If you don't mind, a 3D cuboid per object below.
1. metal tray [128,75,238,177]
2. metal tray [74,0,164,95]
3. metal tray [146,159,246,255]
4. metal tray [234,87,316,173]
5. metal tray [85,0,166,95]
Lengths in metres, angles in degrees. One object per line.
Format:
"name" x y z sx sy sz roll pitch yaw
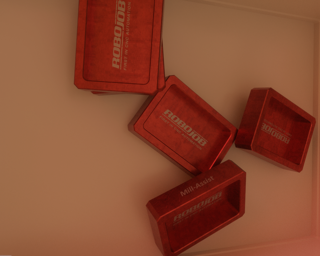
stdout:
"metal tray" 0.034 0.003 0.421 0.130 0.030 0.090 38 78 -16
"metal tray" -0.043 -0.104 0.345 0.091 0.030 0.129 4 92 1
"metal tray" 0.052 0.107 0.406 0.131 0.030 0.089 -24 128 -19
"metal tray" 0.174 0.006 0.457 0.131 0.030 0.090 23 82 -34
"metal tray" -0.042 -0.108 0.376 0.091 0.030 0.129 -4 92 2
